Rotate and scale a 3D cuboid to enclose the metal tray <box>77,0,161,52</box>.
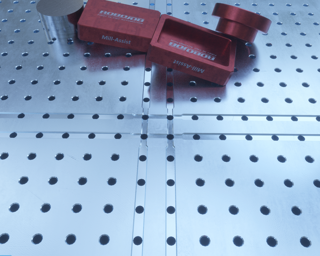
[{"bbox_3d":[-0.068,-0.181,0.542,0.131,0.030,0.090,10,50,-4],"label":"metal tray"}]

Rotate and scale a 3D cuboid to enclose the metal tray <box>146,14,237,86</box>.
[{"bbox_3d":[0.052,-0.125,0.489,0.131,0.030,0.090,18,51,-3],"label":"metal tray"}]

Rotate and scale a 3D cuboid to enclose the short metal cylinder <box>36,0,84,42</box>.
[{"bbox_3d":[-0.174,-0.200,0.558,0.081,0.050,0.080,0,50,0],"label":"short metal cylinder"}]

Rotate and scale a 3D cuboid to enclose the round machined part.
[{"bbox_3d":[0.133,-0.174,0.524,0.099,0.042,0.098,17,18,-6],"label":"round machined part"}]
